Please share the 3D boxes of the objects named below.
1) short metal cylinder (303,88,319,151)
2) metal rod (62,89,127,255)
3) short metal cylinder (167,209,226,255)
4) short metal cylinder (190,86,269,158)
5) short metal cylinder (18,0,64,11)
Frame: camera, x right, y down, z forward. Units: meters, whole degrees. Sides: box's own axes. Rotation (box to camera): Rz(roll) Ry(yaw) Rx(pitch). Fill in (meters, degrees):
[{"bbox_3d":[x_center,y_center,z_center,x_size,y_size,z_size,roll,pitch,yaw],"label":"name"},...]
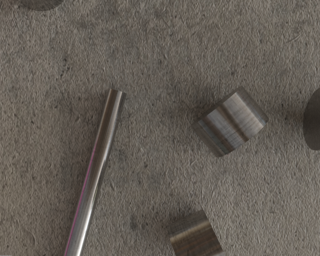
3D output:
[{"bbox_3d":[0.221,-0.009,0.384,0.050,0.080,0.080,7,90,0],"label":"short metal cylinder"},{"bbox_3d":[-0.095,0.095,0.409,0.025,0.025,0.298,15,90,0],"label":"metal rod"},{"bbox_3d":[0.048,0.148,0.383,0.050,0.080,0.080,-25,90,0],"label":"short metal cylinder"},{"bbox_3d":[0.085,-0.008,0.383,0.080,0.080,0.050,-39,90,0],"label":"short metal cylinder"},{"bbox_3d":[-0.161,-0.198,0.396,0.081,0.050,0.079,0,90,0],"label":"short metal cylinder"}]
